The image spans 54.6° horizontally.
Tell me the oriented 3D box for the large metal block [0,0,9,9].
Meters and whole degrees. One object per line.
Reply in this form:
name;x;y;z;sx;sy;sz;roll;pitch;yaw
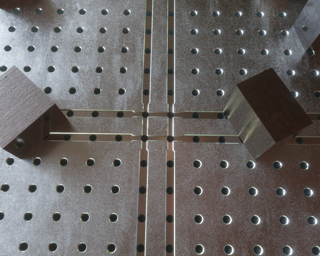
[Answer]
large metal block;-0.262;-0.251;0.489;0.080;0.050;0.080;35;74;12

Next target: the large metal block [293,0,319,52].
large metal block;0.253;-0.160;0.443;0.080;0.080;0.050;-13;71;-5

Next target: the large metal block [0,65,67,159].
large metal block;-0.186;-0.020;0.405;0.080;0.050;0.080;41;75;13

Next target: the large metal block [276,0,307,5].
large metal block;0.212;-0.249;0.491;0.080;0.050;0.080;11;70;4

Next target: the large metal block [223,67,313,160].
large metal block;0.129;-0.014;0.389;0.050;0.080;0.080;-26;72;-9
